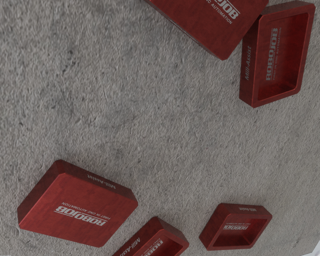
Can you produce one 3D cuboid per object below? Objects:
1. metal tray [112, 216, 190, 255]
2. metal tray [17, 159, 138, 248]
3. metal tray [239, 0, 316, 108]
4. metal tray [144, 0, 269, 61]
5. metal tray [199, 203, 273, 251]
[{"bbox_3d":[-0.024,0.218,0.525,0.130,0.030,0.090,-44,129,2],"label":"metal tray"},{"bbox_3d":[-0.105,0.105,0.411,0.130,0.030,0.090,34,99,-39],"label":"metal tray"},{"bbox_3d":[0.159,-0.100,0.428,0.091,0.030,0.129,-18,126,-18],"label":"metal tray"},{"bbox_3d":[0.053,-0.146,0.342,0.131,0.030,0.090,27,104,-37],"label":"metal tray"},{"bbox_3d":[0.149,0.194,0.604,0.131,0.030,0.089,13,112,-34],"label":"metal tray"}]
